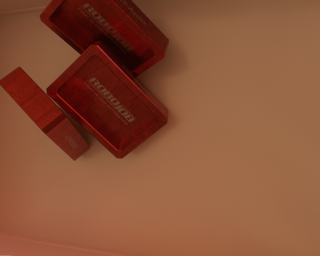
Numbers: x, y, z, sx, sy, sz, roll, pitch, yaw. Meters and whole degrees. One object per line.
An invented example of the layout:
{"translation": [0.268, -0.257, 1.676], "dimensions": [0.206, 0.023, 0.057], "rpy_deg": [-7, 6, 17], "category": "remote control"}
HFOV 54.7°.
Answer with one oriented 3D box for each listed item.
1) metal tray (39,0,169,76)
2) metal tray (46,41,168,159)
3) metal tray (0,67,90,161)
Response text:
{"translation": [-0.065, -0.118, 0.373], "dimensions": [0.090, 0.030, 0.130], "rpy_deg": [-27, 124, 38], "category": "metal tray"}
{"translation": [-0.064, -0.033, 0.395], "dimensions": [0.090, 0.030, 0.130], "rpy_deg": [-39, 108, 18], "category": "metal tray"}
{"translation": [-0.144, -0.012, 0.404], "dimensions": [0.030, 0.130, 0.090], "rpy_deg": [-43, 75, -14], "category": "metal tray"}
